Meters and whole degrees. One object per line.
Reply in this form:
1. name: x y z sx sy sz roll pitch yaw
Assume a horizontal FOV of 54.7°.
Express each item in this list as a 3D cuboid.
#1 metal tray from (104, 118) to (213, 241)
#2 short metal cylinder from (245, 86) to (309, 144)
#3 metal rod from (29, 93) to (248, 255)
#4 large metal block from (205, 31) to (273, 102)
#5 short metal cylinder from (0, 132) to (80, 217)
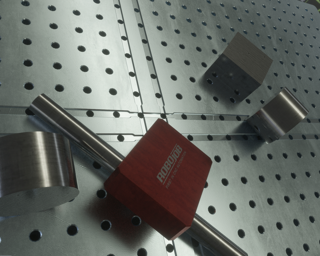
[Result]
1. metal tray: 0.006 0.050 0.352 0.090 0.030 0.131 39 31 -1
2. short metal cylinder: 0.182 -0.020 0.486 0.050 0.080 0.081 49 51 6
3. metal rod: -0.022 0.064 0.358 0.300 0.025 0.025 39 51 -3
4. large metal block: 0.138 -0.107 0.534 0.080 0.050 0.080 39 51 -3
5. short metal cylinder: -0.119 0.044 0.283 0.081 0.080 0.050 -4 64 -30
